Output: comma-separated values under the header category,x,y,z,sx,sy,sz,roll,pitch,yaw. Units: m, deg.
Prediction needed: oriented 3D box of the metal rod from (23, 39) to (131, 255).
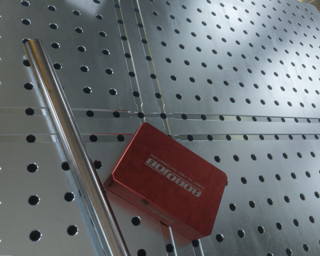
category,x,y,z,sx,sy,sz,roll,pitch,yaw
metal rod,-0.093,0.025,0.343,0.025,0.025,0.299,-15,69,-34

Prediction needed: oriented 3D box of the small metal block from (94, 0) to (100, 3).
category,x,y,z,sx,sy,sz,roll,pitch,yaw
small metal block,-0.109,-0.236,0.495,0.050,0.025,0.050,26,52,-12

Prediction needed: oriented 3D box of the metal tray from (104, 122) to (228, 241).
category,x,y,z,sx,sy,sz,roll,pitch,yaw
metal tray,0.012,0.063,0.374,0.130,0.030,0.090,33,51,-7
